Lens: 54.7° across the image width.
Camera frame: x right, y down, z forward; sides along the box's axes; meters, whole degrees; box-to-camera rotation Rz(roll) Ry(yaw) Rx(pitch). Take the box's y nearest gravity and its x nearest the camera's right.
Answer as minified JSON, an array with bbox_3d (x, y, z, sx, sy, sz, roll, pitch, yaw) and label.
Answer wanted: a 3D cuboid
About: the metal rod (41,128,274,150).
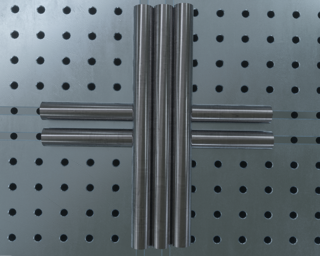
[{"bbox_3d":[-0.002,0.014,0.414,0.302,0.025,0.025,1,90,-1],"label":"metal rod"}]

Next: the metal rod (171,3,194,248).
[{"bbox_3d":[0.028,-0.003,0.389,0.025,0.025,0.298,1,90,-1],"label":"metal rod"}]

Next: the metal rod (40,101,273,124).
[{"bbox_3d":[-0.004,-0.021,0.413,0.302,0.025,0.025,1,90,-1],"label":"metal rod"}]

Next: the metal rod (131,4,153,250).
[{"bbox_3d":[-0.022,-0.001,0.388,0.025,0.025,0.298,1,90,-1],"label":"metal rod"}]

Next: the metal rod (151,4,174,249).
[{"bbox_3d":[0.003,-0.002,0.389,0.025,0.025,0.298,1,90,-1],"label":"metal rod"}]
